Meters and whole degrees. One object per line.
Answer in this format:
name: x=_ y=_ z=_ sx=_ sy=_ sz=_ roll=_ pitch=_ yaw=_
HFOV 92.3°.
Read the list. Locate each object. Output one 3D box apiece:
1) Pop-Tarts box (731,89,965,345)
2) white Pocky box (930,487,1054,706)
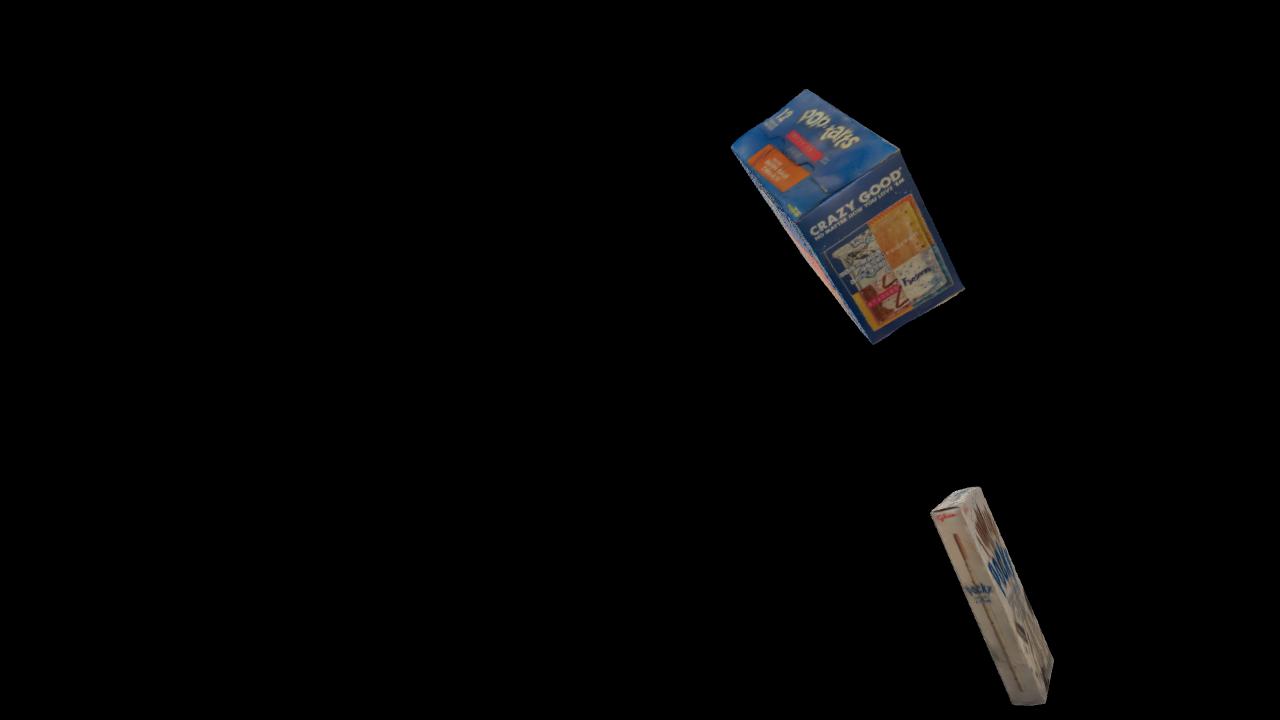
Pop-Tarts box: x=0.163 y=-0.121 z=0.504 sx=0.083 sy=0.141 sz=0.167 roll=-35 pitch=35 yaw=15
white Pocky box: x=0.293 y=0.189 z=0.510 sx=0.028 sy=0.154 sz=0.084 roll=-27 pitch=-15 yaw=36
